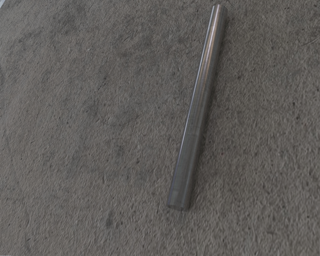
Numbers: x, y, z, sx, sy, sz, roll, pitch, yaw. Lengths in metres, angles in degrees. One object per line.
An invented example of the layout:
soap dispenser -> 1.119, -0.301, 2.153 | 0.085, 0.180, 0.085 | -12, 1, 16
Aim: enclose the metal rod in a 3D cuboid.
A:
metal rod -> 0.054, -0.044, 0.403 | 0.025, 0.025, 0.300 | 1, 62, 29
